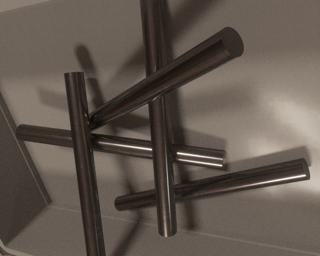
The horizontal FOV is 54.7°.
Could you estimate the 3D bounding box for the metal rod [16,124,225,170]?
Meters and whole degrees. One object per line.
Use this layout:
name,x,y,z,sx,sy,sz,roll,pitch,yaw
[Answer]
metal rod,-0.065,0.023,0.430,0.301,0.025,0.025,7,122,15

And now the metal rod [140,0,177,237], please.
metal rod,0.001,-0.002,0.372,0.025,0.025,0.298,5,110,25

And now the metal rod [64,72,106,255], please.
metal rod,-0.098,0.076,0.418,0.025,0.025,0.298,-3,96,29

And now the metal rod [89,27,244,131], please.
metal rod,-0.032,-0.033,0.355,0.299,0.025,0.025,-21,108,51

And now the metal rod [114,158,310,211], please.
metal rod,0.049,0.087,0.435,0.300,0.025,0.025,-19,108,35
